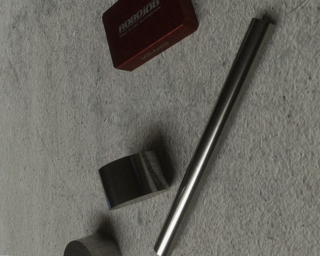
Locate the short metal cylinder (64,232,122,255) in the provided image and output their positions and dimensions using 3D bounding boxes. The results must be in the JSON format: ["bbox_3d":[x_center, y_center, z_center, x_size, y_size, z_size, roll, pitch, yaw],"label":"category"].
[{"bbox_3d":[-0.103,0.206,0.474,0.080,0.050,0.079,0,90,40],"label":"short metal cylinder"}]

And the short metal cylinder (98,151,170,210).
[{"bbox_3d":[-0.033,0.068,0.397,0.080,0.081,0.050,-31,71,36],"label":"short metal cylinder"}]

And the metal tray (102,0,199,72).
[{"bbox_3d":[-0.019,-0.144,0.417,0.130,0.030,0.090,-23,75,37],"label":"metal tray"}]

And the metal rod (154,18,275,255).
[{"bbox_3d":[0.055,0.025,0.359,0.025,0.025,0.298,33,110,35],"label":"metal rod"}]
